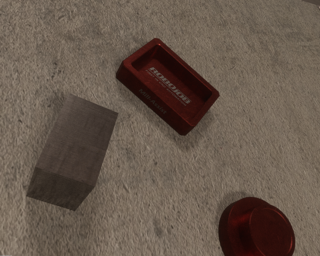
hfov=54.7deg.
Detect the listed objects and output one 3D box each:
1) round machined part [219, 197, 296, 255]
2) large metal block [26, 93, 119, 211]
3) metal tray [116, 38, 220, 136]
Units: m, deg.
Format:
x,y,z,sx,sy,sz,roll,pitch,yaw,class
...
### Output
x,y,z,sx,sy,sz,roll,pitch,yaw,class
0.125,0.132,0.382,0.099,0.042,0.098,14,56,-21,round machined part
-0.087,0.027,0.306,0.050,0.080,0.080,23,53,-15,large metal block
0.014,-0.062,0.447,0.130,0.030,0.090,42,51,0,metal tray
